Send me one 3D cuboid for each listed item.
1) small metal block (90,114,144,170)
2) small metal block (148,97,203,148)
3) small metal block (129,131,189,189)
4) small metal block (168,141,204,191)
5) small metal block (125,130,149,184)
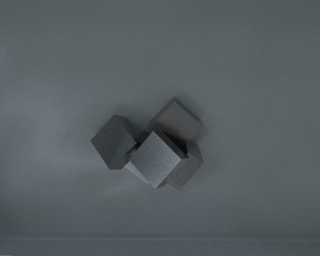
[{"bbox_3d":[-0.055,0.019,0.403,0.050,0.025,0.050,-46,66,15],"label":"small metal block"},{"bbox_3d":[0.020,-0.004,0.408,0.050,0.025,0.050,40,105,-14],"label":"small metal block"},{"bbox_3d":[-0.002,0.039,0.384,0.050,0.025,0.050,45,106,20],"label":"small metal block"},{"bbox_3d":[0.030,0.047,0.414,0.025,0.050,0.050,34,106,-12],"label":"small metal block"},{"bbox_3d":[-0.019,0.040,0.424,0.050,0.025,0.050,40,105,-14],"label":"small metal block"}]
